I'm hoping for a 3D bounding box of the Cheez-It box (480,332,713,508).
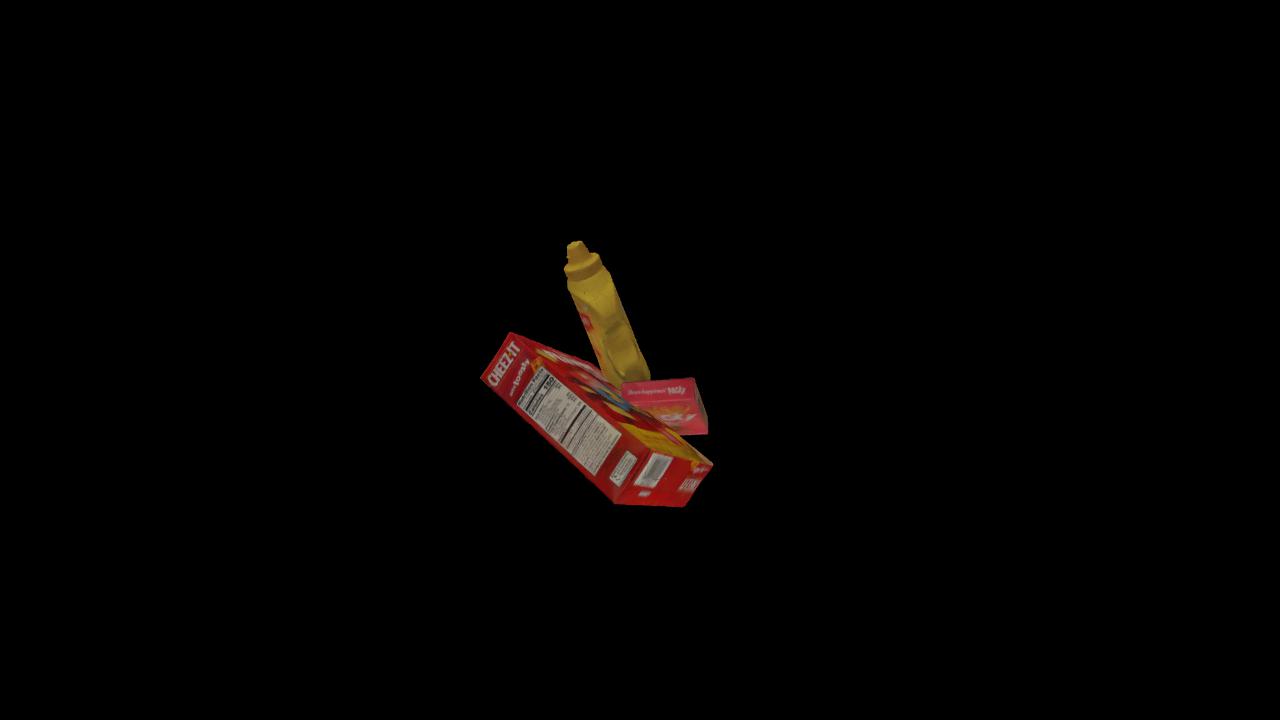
[{"bbox_3d":[-0.045,0.067,0.674,0.223,0.071,0.166,37,6,30],"label":"Cheez-It box"}]

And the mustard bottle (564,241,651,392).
[{"bbox_3d":[-0.043,-0.052,0.706,0.054,0.184,0.092,-24,30,-6],"label":"mustard bottle"}]

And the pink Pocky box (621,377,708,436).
[{"bbox_3d":[0.034,0.061,0.746,0.084,0.029,0.155,-4,-22,10],"label":"pink Pocky box"}]
